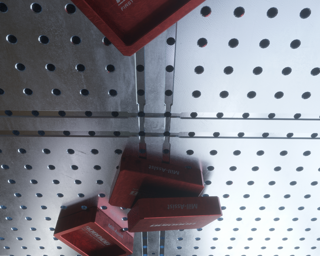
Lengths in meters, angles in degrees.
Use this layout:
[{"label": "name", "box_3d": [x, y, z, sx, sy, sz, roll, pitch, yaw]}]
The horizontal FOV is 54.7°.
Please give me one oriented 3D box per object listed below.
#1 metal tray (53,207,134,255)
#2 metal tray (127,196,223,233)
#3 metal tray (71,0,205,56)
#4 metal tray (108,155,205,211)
[{"label": "metal tray", "box_3d": [-0.121, 0.205, 0.581, 0.090, 0.030, 0.130, -23, 127, 18]}, {"label": "metal tray", "box_3d": [0.021, 0.138, 0.493, 0.131, 0.030, 0.089, 3, 149, -18]}, {"label": "metal tray", "box_3d": [-0.012, -0.139, 0.289, 0.130, 0.030, 0.090, -31, 124, 23]}, {"label": "metal tray", "box_3d": [-0.007, 0.095, 0.490, 0.131, 0.030, 0.089, 13, 129, -12]}]
